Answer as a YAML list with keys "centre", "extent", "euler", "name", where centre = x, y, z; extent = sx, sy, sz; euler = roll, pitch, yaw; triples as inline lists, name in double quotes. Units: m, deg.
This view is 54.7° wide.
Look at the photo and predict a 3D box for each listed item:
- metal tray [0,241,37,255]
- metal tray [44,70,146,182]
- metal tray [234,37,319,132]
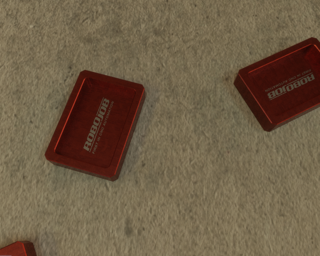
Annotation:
- centre: [-0.167, 0.201, 0.330]
  extent: [0.091, 0.030, 0.130]
  euler: [-23, 72, -9]
  name: "metal tray"
- centre: [-0.080, -0.005, 0.406]
  extent: [0.090, 0.030, 0.130]
  euler: [15, 71, 5]
  name: "metal tray"
- centre: [0.182, -0.062, 0.430]
  extent: [0.131, 0.030, 0.090]
  euler: [-25, 72, -9]
  name: "metal tray"
